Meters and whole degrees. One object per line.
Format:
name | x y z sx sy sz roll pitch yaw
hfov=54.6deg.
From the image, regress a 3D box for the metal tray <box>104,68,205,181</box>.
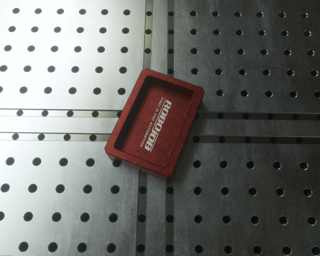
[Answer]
metal tray | -0.005 -0.007 0.411 0.090 0.030 0.130 21 71 7
